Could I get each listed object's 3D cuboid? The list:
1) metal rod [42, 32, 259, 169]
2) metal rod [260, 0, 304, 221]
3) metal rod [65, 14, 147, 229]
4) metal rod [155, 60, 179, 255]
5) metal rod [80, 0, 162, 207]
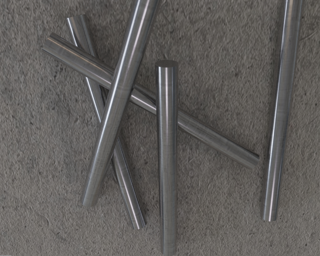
[{"bbox_3d":[0.002,-0.024,0.384,0.301,0.025,0.025,29,108,-17],"label":"metal rod"},{"bbox_3d":[0.157,-0.009,0.407,0.025,0.025,0.298,-2,110,0],"label":"metal rod"},{"bbox_3d":[-0.065,0.006,0.411,0.025,0.025,0.298,-12,110,4],"label":"metal rod"},{"bbox_3d":[0.010,0.060,0.404,0.025,0.025,0.298,-1,121,0],"label":"metal rod"},{"bbox_3d":[-0.056,-0.010,0.365,0.025,0.025,0.298,18,124,-7],"label":"metal rod"}]
